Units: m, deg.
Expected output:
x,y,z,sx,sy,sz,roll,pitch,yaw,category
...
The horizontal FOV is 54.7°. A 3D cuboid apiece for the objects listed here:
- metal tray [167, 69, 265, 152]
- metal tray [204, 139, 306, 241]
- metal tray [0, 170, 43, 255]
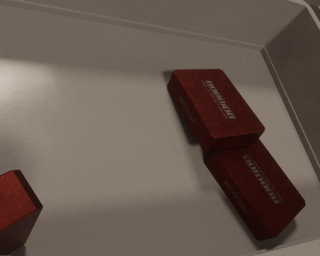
x,y,z,sx,sy,sz,roll,pitch,yaw,category
0.077,-0.031,0.442,0.091,0.030,0.130,-7,52,-27,metal tray
0.132,0.075,0.430,0.091,0.030,0.130,-25,75,-37,metal tray
-0.138,0.083,0.214,0.091,0.129,0.030,-29,78,-38,metal tray
